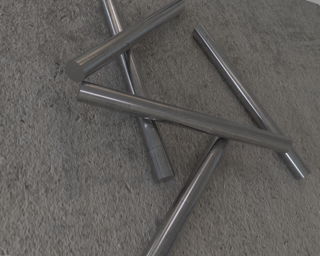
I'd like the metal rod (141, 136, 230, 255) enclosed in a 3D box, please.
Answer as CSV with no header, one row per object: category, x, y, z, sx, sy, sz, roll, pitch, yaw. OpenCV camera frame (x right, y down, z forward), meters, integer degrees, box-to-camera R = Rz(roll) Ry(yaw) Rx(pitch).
metal rod,0.018,0.103,0.349,0.025,0.025,0.301,40,51,-2

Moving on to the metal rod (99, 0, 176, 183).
metal rod,-0.038,-0.070,0.425,0.025,0.025,0.299,-5,64,-31

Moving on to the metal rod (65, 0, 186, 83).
metal rod,-0.029,-0.140,0.444,0.025,0.025,0.301,40,42,-1

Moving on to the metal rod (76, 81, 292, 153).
metal rod,0.047,-0.009,0.400,0.302,0.025,0.025,14,56,-21

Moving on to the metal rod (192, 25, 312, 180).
metal rod,0.145,-0.049,0.511,0.025,0.025,0.299,-23,74,-36
